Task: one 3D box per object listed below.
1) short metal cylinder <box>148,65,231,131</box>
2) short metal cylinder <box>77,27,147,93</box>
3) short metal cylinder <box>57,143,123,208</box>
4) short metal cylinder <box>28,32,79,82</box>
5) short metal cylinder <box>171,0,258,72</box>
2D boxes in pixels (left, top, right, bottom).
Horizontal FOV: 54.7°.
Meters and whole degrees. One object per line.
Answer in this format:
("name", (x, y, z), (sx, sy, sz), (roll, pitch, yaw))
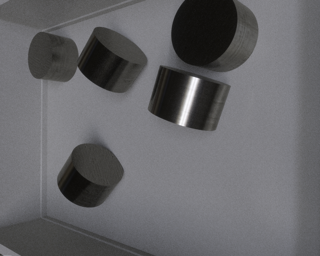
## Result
("short metal cylinder", (0.032, -0.034, 0.345), (0.080, 0.081, 0.050), (27, 107, 37))
("short metal cylinder", (-0.065, -0.093, 0.425), (0.050, 0.081, 0.080), (-52, 60, 27))
("short metal cylinder", (-0.102, 0.069, 0.456), (0.080, 0.081, 0.050), (52, 121, 27))
("short metal cylinder", (-0.189, -0.124, 0.547), (0.080, 0.050, 0.080), (0, 90, 40))
("short metal cylinder", (0.060, -0.105, 0.341), (0.080, 0.050, 0.080), (0, 90, 40))
